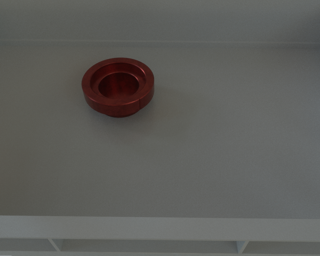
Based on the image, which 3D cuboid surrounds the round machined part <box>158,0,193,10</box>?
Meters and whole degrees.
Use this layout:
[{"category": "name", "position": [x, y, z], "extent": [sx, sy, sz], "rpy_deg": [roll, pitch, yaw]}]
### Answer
[{"category": "round machined part", "position": [0.030, -0.277, 0.629], "extent": [0.099, 0.042, 0.098], "rpy_deg": [0, 50, 0]}]

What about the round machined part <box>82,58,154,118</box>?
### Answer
[{"category": "round machined part", "position": [-0.057, -0.053, 0.438], "extent": [0.099, 0.042, 0.098], "rpy_deg": [0, 50, 0]}]
